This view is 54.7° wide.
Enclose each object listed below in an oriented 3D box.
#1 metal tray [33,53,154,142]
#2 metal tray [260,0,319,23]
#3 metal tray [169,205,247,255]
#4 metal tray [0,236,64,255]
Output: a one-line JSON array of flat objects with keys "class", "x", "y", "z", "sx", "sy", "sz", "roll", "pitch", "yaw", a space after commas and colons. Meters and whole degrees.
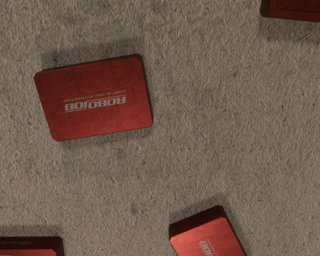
[{"class": "metal tray", "x": -0.080, "y": -0.038, "z": 0.392, "sx": 0.131, "sy": 0.030, "sz": 0.089, "roll": -9, "pitch": 110, "yaw": 3}, {"class": "metal tray", "x": 0.189, "y": -0.166, "z": 0.348, "sx": 0.131, "sy": 0.030, "sz": 0.089, "roll": 5, "pitch": 110, "yaw": -3}, {"class": "metal tray", "x": 0.081, "y": 0.191, "z": 0.479, "sx": 0.090, "sy": 0.030, "sz": 0.130, "roll": -25, "pitch": 109, "yaw": 8}, {"class": "metal tray", "x": -0.218, "y": 0.216, "z": 0.484, "sx": 0.131, "sy": 0.030, "sz": 0.089, "roll": 0, "pitch": 110, "yaw": -1}]
